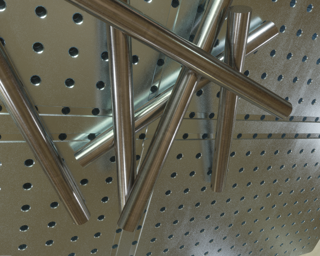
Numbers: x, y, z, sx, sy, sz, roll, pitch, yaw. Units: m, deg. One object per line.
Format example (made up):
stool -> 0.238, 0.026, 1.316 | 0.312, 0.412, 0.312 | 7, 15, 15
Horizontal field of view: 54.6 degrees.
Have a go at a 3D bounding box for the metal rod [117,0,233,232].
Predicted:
metal rod -> 0.017, -0.019, 0.364 | 0.025, 0.025, 0.299 | 20, 94, -36

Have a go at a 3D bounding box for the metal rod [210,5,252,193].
metal rod -> 0.092, -0.014, 0.429 | 0.025, 0.025, 0.298 | -19, 133, -18

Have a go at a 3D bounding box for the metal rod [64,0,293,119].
metal rod -> 0.040, -0.072, 0.331 | 0.302, 0.025, 0.025 | 22, 107, -29

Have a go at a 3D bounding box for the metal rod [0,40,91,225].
metal rod -> -0.137, 0.006, 0.339 | 0.025, 0.025, 0.299 | -24, 127, -14

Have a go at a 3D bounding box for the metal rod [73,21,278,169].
metal rod -> 0.024, -0.045, 0.395 | 0.301, 0.025, 0.025 | -35, 129, -5

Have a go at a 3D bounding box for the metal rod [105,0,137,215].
metal rod -> -0.042, -0.028, 0.345 | 0.025, 0.025, 0.298 | -11, 115, -23
